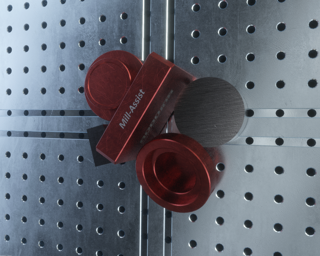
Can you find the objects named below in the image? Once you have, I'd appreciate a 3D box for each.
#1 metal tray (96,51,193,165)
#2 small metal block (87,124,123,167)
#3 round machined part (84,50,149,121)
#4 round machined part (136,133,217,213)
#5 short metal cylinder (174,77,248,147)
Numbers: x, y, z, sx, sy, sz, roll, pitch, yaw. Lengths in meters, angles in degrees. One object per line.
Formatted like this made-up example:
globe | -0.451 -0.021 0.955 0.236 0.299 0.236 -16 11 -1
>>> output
metal tray | -0.015 -0.021 0.379 0.030 0.090 0.129 35 101 16
small metal block | -0.069 0.022 0.419 0.025 0.050 0.050 -16 85 19
round machined part | -0.062 -0.058 0.420 0.098 0.042 0.097 0 90 19
round machined part | 0.023 0.050 0.379 0.098 0.042 0.097 12 117 26
short metal cylinder | 0.063 -0.018 0.373 0.080 0.050 0.079 0 90 20
